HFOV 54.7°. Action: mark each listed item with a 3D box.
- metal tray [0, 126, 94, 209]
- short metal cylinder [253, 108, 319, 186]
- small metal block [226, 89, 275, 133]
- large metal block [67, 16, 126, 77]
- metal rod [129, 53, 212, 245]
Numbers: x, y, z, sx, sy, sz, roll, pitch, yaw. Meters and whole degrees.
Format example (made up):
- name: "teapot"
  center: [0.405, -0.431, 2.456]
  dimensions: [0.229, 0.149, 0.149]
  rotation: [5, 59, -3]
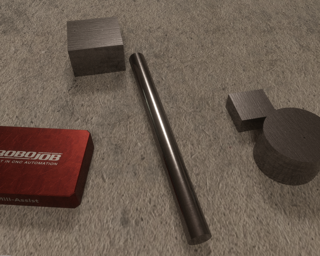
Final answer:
- name: "metal tray"
  center: [-0.152, 0.043, 0.362]
  dimensions: [0.131, 0.030, 0.090]
  rotation: [3, 50, 2]
- name: "short metal cylinder"
  center: [0.158, 0.021, 0.371]
  dimensions: [0.081, 0.050, 0.080]
  rotation: [0, 50, 0]
- name: "small metal block"
  center: [0.125, -0.024, 0.425]
  dimensions: [0.050, 0.025, 0.050]
  rotation: [-9, 51, -8]
- name: "large metal block"
  center: [-0.102, -0.131, 0.496]
  dimensions: [0.081, 0.050, 0.080]
  rotation: [-9, 51, -8]
- name: "metal rod"
  center: [0.001, 0.001, 0.402]
  dimensions: [0.025, 0.025, 0.300]
  rotation: [-11, 51, -10]
